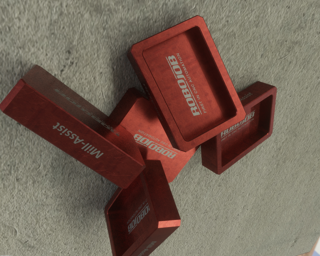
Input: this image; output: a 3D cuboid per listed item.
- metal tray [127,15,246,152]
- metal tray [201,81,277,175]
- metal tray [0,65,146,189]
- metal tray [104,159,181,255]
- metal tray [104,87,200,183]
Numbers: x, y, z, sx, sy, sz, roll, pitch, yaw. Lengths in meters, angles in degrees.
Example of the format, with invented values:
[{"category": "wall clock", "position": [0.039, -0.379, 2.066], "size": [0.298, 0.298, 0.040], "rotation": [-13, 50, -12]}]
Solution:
[{"category": "metal tray", "position": [0.031, -0.049, 0.355], "size": [0.090, 0.030, 0.129], "rotation": [-28, 99, -11]}, {"category": "metal tray", "position": [0.115, -0.002, 0.448], "size": [0.131, 0.030, 0.089], "rotation": [-30, 130, -28]}, {"category": "metal tray", "position": [-0.079, -0.003, 0.302], "size": [0.130, 0.090, 0.030], "rotation": [38, 97, -23]}, {"category": "metal tray", "position": [-0.029, 0.111, 0.395], "size": [0.030, 0.090, 0.129], "rotation": [6, 136, -31]}, {"category": "metal tray", "position": [-0.010, 0.015, 0.410], "size": [0.131, 0.030, 0.090], "rotation": [28, 103, -38]}]
